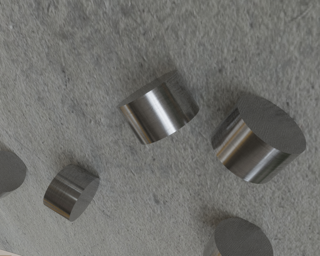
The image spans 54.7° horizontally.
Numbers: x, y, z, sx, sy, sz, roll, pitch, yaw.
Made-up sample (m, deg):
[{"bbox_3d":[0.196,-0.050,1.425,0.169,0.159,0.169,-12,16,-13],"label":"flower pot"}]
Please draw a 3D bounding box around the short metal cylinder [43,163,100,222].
[{"bbox_3d":[-0.144,0.106,0.510,0.050,0.080,0.079,29,128,10],"label":"short metal cylinder"}]

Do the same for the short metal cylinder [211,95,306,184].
[{"bbox_3d":[0.101,0.011,0.324,0.080,0.080,0.050,35,129,4],"label":"short metal cylinder"}]

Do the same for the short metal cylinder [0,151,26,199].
[{"bbox_3d":[-0.303,0.089,0.583,0.050,0.080,0.080,-31,101,38],"label":"short metal cylinder"}]

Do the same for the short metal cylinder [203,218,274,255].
[{"bbox_3d":[0.105,0.171,0.421,0.080,0.080,0.050,25,127,12],"label":"short metal cylinder"}]

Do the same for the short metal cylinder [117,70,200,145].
[{"bbox_3d":[-0.002,-0.024,0.356,0.080,0.080,0.050,-22,107,36],"label":"short metal cylinder"}]
